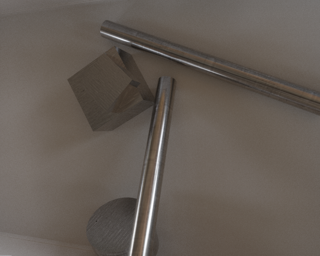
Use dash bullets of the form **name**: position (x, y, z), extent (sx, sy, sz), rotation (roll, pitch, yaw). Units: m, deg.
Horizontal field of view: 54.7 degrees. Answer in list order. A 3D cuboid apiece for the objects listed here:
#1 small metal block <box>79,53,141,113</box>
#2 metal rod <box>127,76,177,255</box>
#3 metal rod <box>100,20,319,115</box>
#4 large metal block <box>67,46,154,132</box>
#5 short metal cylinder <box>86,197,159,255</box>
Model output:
- **small metal block**: position (-0.061, -0.054, 0.378), extent (0.050, 0.025, 0.050), rotation (45, 104, 14)
- **metal rod**: position (-0.012, 0.072, 0.344), extent (0.025, 0.025, 0.299), rotation (-1, 63, 19)
- **metal rod**: position (0.055, -0.082, 0.390), extent (0.301, 0.025, 0.025), rotation (24, 98, 18)
- **large metal block**: position (-0.064, -0.050, 0.419), extent (0.080, 0.050, 0.080), rotation (-31, 80, 17)
- **short metal cylinder**: position (-0.045, 0.135, 0.389), extent (0.080, 0.080, 0.050), rotation (2, 126, 19)
